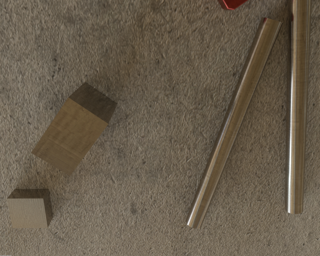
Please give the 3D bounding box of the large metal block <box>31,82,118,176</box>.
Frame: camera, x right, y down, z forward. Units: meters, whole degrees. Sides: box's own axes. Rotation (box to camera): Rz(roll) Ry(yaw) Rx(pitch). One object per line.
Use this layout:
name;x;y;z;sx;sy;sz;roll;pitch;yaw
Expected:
large metal block;-0.100;-0.002;0.378;0.050;0.080;0.080;35;106;-12

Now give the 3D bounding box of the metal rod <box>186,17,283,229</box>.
metal rod;0.091;0.008;0.413;0.025;0.025;0.298;15;109;-6

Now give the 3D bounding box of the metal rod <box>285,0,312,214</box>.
metal rod;0.179;-0.019;0.405;0.025;0.025;0.298;-7;110;2

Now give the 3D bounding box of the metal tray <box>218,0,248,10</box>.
metal tray;0.078;-0.207;0.331;0.090;0.030;0.130;-33;107;11

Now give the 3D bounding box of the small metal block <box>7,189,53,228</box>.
small metal block;-0.188;0.117;0.450;0.050;0.025;0.050;0;110;-1
